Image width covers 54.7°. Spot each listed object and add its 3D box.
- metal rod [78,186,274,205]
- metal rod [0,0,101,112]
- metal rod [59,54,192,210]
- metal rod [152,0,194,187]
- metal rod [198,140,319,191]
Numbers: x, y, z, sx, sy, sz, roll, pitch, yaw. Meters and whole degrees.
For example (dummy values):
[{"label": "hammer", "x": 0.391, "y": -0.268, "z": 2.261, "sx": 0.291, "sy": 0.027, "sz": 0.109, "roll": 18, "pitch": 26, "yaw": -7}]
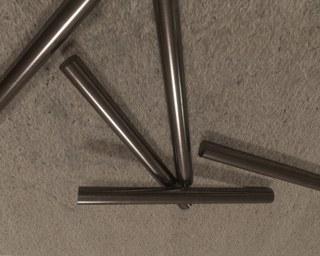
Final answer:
[{"label": "metal rod", "x": 0.034, "y": 0.101, "z": 0.463, "sx": 0.302, "sy": 0.025, "sz": 0.025, "roll": 4, "pitch": 131, "yaw": -16}, {"label": "metal rod", "x": -0.158, "y": -0.063, "z": 0.351, "sx": 0.299, "sy": 0.025, "sz": 0.025, "roll": -36, "pitch": 122, "yaw": 26}, {"label": "metal rod", "x": -0.029, "y": 0.026, "z": 0.428, "sx": 0.025, "sy": 0.025, "sz": 0.300, "roll": -23, "pitch": 127, "yaw": 18}, {"label": "metal rod", "x": 0.021, "y": -0.031, "z": 0.380, "sx": 0.025, "sy": 0.025, "sz": 0.298, "roll": -6, "pitch": 130, "yaw": 4}, {"label": "metal rod", "x": 0.199, "y": 0.071, "z": 0.470, "sx": 0.302, "sy": 0.025, "sz": 0.025, "roll": 17, "pitch": 128, "yaw": -15}]
